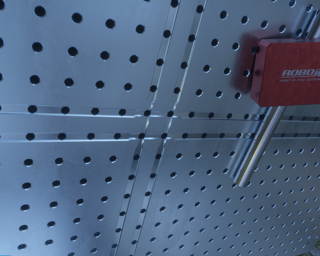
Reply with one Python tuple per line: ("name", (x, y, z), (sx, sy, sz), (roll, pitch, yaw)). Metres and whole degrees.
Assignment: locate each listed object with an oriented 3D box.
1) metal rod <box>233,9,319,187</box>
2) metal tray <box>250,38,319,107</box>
("metal rod", (0.188, -0.033, 0.492), (0.025, 0.025, 0.298), (6, 116, -31))
("metal tray", (0.201, -0.079, 0.441), (0.131, 0.030, 0.089), (-4, 116, -8))
